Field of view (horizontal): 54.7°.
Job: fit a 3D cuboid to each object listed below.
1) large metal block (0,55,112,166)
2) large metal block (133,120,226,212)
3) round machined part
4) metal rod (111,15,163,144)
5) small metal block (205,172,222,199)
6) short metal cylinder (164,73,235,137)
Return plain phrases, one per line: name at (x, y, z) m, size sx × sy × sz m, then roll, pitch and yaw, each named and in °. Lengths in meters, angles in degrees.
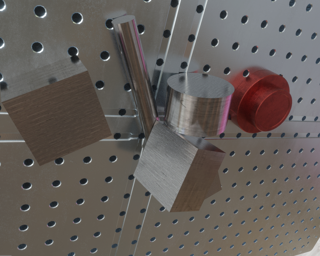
large metal block at (-0.107, -0.019, 0.325) m, size 0.081 × 0.050 × 0.080 m, roll -24°, pitch 127°, yaw -14°
large metal block at (0.021, 0.046, 0.382) m, size 0.050 × 0.080 × 0.080 m, roll 12°, pitch 106°, yaw -42°
round machined part at (0.157, -0.034, 0.465) m, size 0.099 × 0.042 × 0.097 m, roll -14°, pitch 124°, yaw -21°
metal rod at (-0.009, 0.004, 0.408) m, size 0.025 × 0.025 × 0.298 m, roll -24°, pitch 127°, yaw -14°
small metal block at (0.069, 0.089, 0.504) m, size 0.050 × 0.025 × 0.050 m, roll -27°, pitch 128°, yaw -11°
short metal cylinder at (0.047, -0.031, 0.382) m, size 0.081 × 0.080 × 0.050 m, roll -9°, pitch 122°, yaw -24°
